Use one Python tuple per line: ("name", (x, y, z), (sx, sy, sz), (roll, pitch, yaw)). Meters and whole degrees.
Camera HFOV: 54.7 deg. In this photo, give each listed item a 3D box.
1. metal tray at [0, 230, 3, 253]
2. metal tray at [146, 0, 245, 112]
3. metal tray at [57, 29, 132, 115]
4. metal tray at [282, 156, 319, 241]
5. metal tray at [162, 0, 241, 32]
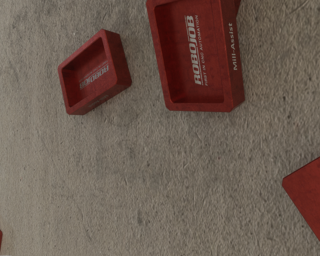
("metal tray", (-0.435, 0.270, 0.762), (0.130, 0.030, 0.089), (21, 103, 38))
("metal tray", (0.039, -0.084, 0.340), (0.090, 0.030, 0.129), (4, 114, 40))
("metal tray", (-0.108, -0.084, 0.490), (0.130, 0.030, 0.090), (-25, 75, 37))
("metal tray", (0.178, 0.076, 0.255), (0.090, 0.030, 0.130), (-43, 64, 31))
("metal tray", (0.055, -0.183, 0.355), (0.090, 0.030, 0.129), (23, 105, 37))
